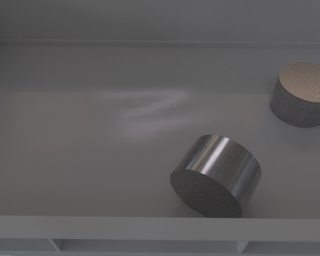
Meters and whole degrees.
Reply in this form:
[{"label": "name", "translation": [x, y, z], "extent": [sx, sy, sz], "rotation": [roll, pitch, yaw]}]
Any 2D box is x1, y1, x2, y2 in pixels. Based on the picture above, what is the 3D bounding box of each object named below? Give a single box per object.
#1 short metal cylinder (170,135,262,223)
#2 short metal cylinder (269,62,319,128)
[{"label": "short metal cylinder", "translation": [0.058, 0.053, 0.325], "extent": [0.080, 0.080, 0.050], "rotation": [26, 55, 20]}, {"label": "short metal cylinder", "translation": [0.199, -0.047, 0.429], "extent": [0.080, 0.050, 0.080], "rotation": [0, 50, 0]}]
